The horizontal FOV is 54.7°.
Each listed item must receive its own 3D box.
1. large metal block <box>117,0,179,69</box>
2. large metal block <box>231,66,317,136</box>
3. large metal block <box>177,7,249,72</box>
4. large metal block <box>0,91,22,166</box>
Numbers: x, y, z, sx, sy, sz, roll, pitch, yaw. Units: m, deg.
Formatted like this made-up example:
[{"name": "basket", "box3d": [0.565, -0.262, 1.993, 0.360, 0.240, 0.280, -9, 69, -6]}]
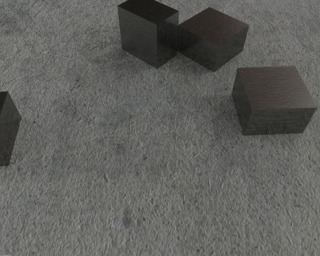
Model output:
[{"name": "large metal block", "box3d": [-0.018, -0.155, 0.498, 0.080, 0.080, 0.050, 34, 58, 25]}, {"name": "large metal block", "box3d": [0.149, -0.038, 0.420, 0.081, 0.050, 0.080, -2, 50, -2]}, {"name": "large metal block", "box3d": [0.085, -0.148, 0.512, 0.080, 0.050, 0.080, 37, 59, 26]}, {"name": "large metal block", "box3d": [-0.229, 0.003, 0.383, 0.081, 0.050, 0.080, -4, 50, -4]}]
